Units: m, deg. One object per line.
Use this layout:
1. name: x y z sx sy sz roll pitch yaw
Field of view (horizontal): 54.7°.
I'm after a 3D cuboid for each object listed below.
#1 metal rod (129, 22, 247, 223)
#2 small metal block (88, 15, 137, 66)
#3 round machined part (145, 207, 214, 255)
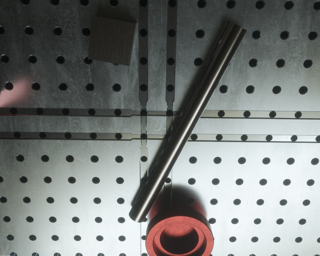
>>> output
1. metal rod: 0.029 0.005 0.415 0.025 0.025 0.298 24 108 -9
2. small metal block: -0.057 -0.106 0.374 0.050 0.025 0.050 9 110 -4
3. round machined part: 0.028 0.159 0.463 0.099 0.042 0.097 0 110 0
